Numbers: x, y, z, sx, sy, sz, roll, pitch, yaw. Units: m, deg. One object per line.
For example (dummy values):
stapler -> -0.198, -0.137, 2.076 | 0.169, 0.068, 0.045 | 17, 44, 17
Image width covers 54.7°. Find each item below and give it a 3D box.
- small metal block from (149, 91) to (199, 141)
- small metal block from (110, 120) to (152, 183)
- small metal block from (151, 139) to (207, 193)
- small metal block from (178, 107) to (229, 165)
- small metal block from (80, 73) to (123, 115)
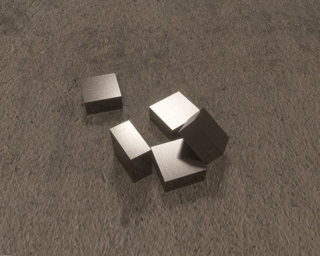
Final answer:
small metal block -> 0.021, -0.016, 0.417 | 0.050, 0.025, 0.050 | -29, 56, -23
small metal block -> -0.034, 0.028, 0.363 | 0.025, 0.050, 0.050 | -26, 55, -20
small metal block -> 0.021, 0.043, 0.368 | 0.050, 0.025, 0.050 | -15, 52, -13
small metal block -> 0.054, 0.009, 0.370 | 0.050, 0.025, 0.050 | 49, 29, -3
small metal block -> -0.084, -0.049, 0.443 | 0.050, 0.025, 0.050 | -12, 51, -10
